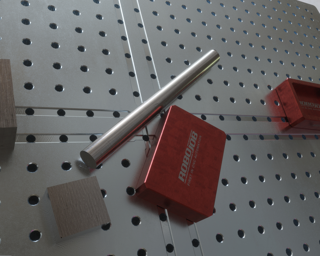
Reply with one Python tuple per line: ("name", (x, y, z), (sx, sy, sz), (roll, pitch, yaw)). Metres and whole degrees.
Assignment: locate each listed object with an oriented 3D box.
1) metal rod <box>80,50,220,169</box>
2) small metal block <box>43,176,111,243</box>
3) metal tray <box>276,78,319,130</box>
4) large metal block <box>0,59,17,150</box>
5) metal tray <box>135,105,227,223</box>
("metal rod", (0.006, -0.044, 0.439), (0.025, 0.025, 0.302), (45, 51, 3))
("small metal block", (-0.084, 0.081, 0.314), (0.050, 0.025, 0.050), (-10, 67, -33))
("metal tray", (0.292, -0.043, 0.591), (0.131, 0.030, 0.090), (5, 60, -26))
("large metal block", (-0.190, -0.022, 0.304), (0.081, 0.050, 0.080), (-3, 63, -30))
("metal tray", (0.032, 0.042, 0.398), (0.090, 0.030, 0.130), (28, 52, -11))
